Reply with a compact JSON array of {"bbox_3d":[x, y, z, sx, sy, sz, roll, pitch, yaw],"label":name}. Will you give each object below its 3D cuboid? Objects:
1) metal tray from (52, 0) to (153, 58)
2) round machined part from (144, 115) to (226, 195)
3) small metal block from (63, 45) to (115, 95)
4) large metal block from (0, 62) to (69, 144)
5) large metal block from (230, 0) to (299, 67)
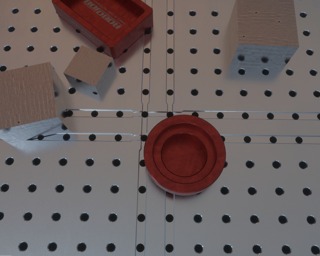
[{"bbox_3d":[-0.086,-0.178,0.473,0.130,0.030,0.090,40,75,13],"label":"metal tray"},{"bbox_3d":[0.030,0.036,0.390,0.099,0.042,0.098,0,70,0],"label":"round machined part"},{"bbox_3d":[-0.099,-0.083,0.441,0.050,0.025,0.050,24,72,8],"label":"small metal block"},{"bbox_3d":[-0.173,-0.032,0.409,0.081,0.050,0.080,-13,71,-5],"label":"large metal block"},{"bbox_3d":[0.148,-0.139,0.450,0.080,0.050,0.080,3,70,1],"label":"large metal block"}]
